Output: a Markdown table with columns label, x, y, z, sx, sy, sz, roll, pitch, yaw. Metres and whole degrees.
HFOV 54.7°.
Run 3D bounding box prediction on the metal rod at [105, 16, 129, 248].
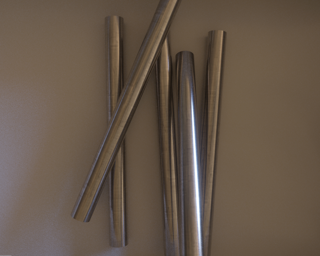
| label | x | y | z | sx | sy | sz | roll | pitch | yaw |
| --- | --- | --- | --- | --- | --- | --- | --- | --- | --- |
| metal rod | -0.057 | 0.005 | 0.410 | 0.025 | 0.025 | 0.298 | -1 | 90 | 0 |

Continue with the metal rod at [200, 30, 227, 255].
| label | x | y | z | sx | sy | sz | roll | pitch | yaw |
| --- | --- | --- | --- | --- | --- | --- | --- | --- | --- |
| metal rod | 0.065 | 0.023 | 0.411 | 0.025 | 0.025 | 0.298 | 4 | 90 | 0 |

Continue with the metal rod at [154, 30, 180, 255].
| label | x | y | z | sx | sy | sz | roll | pitch | yaw |
| --- | --- | --- | --- | --- | --- | --- | --- | --- | --- |
| metal rod | 0.010 | 0.018 | 0.411 | 0.025 | 0.025 | 0.298 | -3 | 90 | 0 |

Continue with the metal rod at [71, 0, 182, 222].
| label | x | y | z | sx | sy | sz | roll | pitch | yaw |
| --- | --- | --- | --- | --- | --- | --- | --- | --- | --- |
| metal rod | -0.041 | -0.027 | 0.384 | 0.025 | 0.025 | 0.299 | 23 | 90 | 0 |

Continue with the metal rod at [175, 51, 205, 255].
| label | x | y | z | sx | sy | sz | roll | pitch | yaw |
| --- | --- | --- | --- | --- | --- | --- | --- | --- | --- |
| metal rod | 0.033 | 0.042 | 0.353 | 0.025 | 0.025 | 0.299 | 0 | 66 | 0 |
